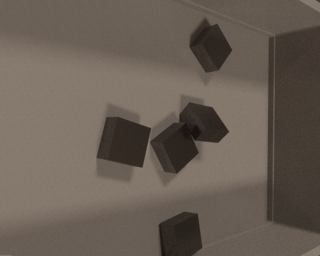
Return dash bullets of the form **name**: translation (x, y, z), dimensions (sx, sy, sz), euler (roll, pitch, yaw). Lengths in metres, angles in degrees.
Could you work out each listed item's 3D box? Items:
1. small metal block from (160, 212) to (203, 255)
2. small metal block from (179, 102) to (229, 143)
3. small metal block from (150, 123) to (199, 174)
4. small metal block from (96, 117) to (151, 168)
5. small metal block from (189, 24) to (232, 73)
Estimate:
- **small metal block**: translation (0.031, 0.150, 0.430), dimensions (0.050, 0.025, 0.050), euler (-9, 92, -45)
- **small metal block**: translation (0.063, -0.007, 0.445), dimensions (0.050, 0.025, 0.050), euler (7, 43, -40)
- **small metal block**: translation (0.021, 0.027, 0.426), dimensions (0.050, 0.025, 0.050), euler (-38, 114, -33)
- **small metal block**: translation (-0.043, 0.018, 0.373), dimensions (0.050, 0.025, 0.050), euler (20, 78, -39)
- **small metal block**: translation (0.079, -0.122, 0.475), dimensions (0.050, 0.025, 0.050), euler (51, 60, -28)
